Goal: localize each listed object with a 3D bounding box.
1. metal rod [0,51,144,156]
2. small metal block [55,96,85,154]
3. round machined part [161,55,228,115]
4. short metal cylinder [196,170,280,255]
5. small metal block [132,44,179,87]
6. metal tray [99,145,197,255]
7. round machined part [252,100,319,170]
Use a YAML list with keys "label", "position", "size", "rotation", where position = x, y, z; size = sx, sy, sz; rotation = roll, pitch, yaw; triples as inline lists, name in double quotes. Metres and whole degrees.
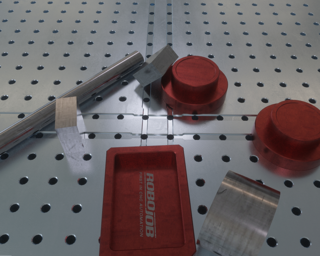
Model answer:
- label: "metal rod"
  position: [-0.138, -0.031, 0.432]
  size: [0.025, 0.025, 0.302]
  rotation: [36, 59, 26]
- label: "small metal block"
  position: [-0.113, -0.004, 0.394]
  size: [0.025, 0.050, 0.050]
  rotation: [-8, 51, -7]
- label: "round machined part"
  position: [0.051, -0.069, 0.455]
  size: [0.099, 0.042, 0.098]
  rotation: [0, 50, 0]
- label: "short metal cylinder"
  position: [0.075, 0.087, 0.299]
  size: [0.050, 0.080, 0.080]
  rotation: [23, 54, 18]
- label: "small metal block"
  position: [-0.007, -0.094, 0.467]
  size: [0.025, 0.050, 0.050]
  rotation: [48, 54, -17]
- label: "metal tray"
  position: [-0.014, 0.080, 0.336]
  size: [0.091, 0.030, 0.130]
  rotation: [-2, 50, -2]
- label: "round machined part"
  position: [0.172, 0.002, 0.396]
  size: [0.099, 0.042, 0.098]
  rotation: [0, 50, 0]
